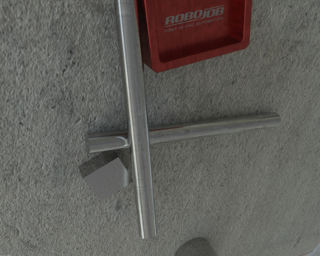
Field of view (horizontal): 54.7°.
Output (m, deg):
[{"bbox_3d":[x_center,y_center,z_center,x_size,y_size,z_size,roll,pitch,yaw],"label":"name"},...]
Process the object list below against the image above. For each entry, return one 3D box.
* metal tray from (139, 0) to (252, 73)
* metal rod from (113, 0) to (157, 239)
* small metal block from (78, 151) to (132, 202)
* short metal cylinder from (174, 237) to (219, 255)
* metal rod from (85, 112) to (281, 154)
[{"bbox_3d":[0.041,-0.123,0.349,0.131,0.030,0.089,-19,126,-18],"label":"metal tray"},{"bbox_3d":[-0.025,0.007,0.367,0.025,0.025,0.298,-13,115,-21],"label":"metal rod"},{"bbox_3d":[-0.070,0.061,0.406,0.050,0.025,0.050,-31,129,-9],"label":"small metal block"},{"bbox_3d":[0.072,0.256,0.588,0.081,0.050,0.079,-14,124,-21],"label":"short metal cylinder"},{"bbox_3d":[0.049,0.003,0.435,0.303,0.025,0.025,-7,122,-25],"label":"metal rod"}]
